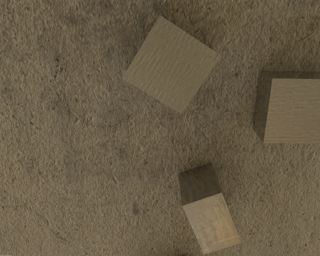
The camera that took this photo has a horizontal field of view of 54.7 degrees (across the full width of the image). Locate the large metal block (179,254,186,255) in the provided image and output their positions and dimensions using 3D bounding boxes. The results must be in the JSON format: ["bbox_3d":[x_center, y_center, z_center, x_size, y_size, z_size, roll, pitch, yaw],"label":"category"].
[{"bbox_3d":[0.021,0.261,0.493,0.080,0.050,0.080,-25,108,8],"label":"large metal block"}]

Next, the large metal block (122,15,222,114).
[{"bbox_3d":[0.013,-0.076,0.368,0.080,0.050,0.080,30,107,-11],"label":"large metal block"}]

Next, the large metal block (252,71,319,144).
[{"bbox_3d":[0.167,-0.027,0.388,0.081,0.050,0.079,1,110,-1],"label":"large metal block"}]

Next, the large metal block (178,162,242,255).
[{"bbox_3d":[0.065,0.106,0.420,0.050,0.080,0.080,-21,109,7],"label":"large metal block"}]
